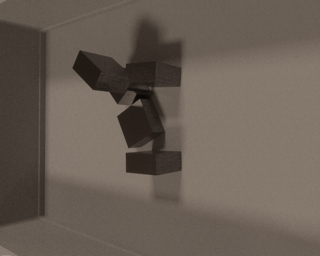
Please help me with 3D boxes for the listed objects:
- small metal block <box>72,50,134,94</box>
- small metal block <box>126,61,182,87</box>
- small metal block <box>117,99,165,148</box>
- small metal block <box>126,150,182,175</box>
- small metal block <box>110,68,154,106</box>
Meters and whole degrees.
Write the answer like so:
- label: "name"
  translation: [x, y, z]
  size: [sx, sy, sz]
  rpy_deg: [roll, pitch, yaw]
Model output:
- label: "small metal block"
  translation: [-0.070, -0.068, 0.381]
  size: [0.050, 0.050, 0.025]
  rpy_deg: [44, 116, 31]
- label: "small metal block"
  translation: [-0.008, -0.067, 0.396]
  size: [0.050, 0.050, 0.025]
  rpy_deg: [5, 93, 39]
- label: "small metal block"
  translation: [-0.027, -0.006, 0.427]
  size: [0.050, 0.025, 0.050]
  rpy_deg: [-33, 70, 35]
- label: "small metal block"
  translation: [-0.008, 0.043, 0.395]
  size: [0.050, 0.050, 0.025]
  rpy_deg: [-2, 89, 39]
- label: "small metal block"
  translation: [-0.045, -0.057, 0.425]
  size: [0.025, 0.050, 0.050]
  rpy_deg: [-50, 61, 28]
